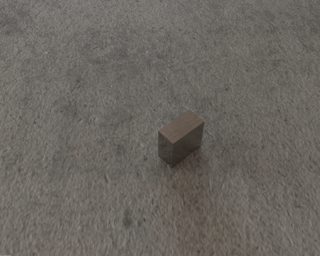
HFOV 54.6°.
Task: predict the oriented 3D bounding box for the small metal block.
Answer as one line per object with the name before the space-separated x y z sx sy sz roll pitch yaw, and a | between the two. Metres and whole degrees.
small metal block | 0.025 0.014 0.376 0.050 0.050 0.025 -34 58 -25
